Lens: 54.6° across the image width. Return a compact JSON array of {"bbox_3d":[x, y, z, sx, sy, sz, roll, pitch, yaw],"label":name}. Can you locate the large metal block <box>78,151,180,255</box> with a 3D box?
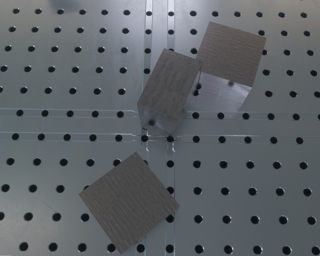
[{"bbox_3d":[-0.034,0.088,0.366,0.080,0.050,0.080,-37,74,-12],"label":"large metal block"}]

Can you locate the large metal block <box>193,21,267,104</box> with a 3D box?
[{"bbox_3d":[0.092,-0.091,0.432,0.080,0.050,0.080,19,71,7],"label":"large metal block"}]

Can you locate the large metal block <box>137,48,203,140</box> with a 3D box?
[{"bbox_3d":[0.013,-0.040,0.397,0.050,0.080,0.080,21,72,7],"label":"large metal block"}]
